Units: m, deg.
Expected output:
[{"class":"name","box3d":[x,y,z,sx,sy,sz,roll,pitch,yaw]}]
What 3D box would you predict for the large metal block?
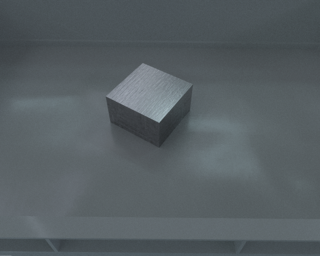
[{"class":"large metal block","box3d":[-0.013,-0.033,0.416,0.080,0.050,0.080,27,55,20]}]
